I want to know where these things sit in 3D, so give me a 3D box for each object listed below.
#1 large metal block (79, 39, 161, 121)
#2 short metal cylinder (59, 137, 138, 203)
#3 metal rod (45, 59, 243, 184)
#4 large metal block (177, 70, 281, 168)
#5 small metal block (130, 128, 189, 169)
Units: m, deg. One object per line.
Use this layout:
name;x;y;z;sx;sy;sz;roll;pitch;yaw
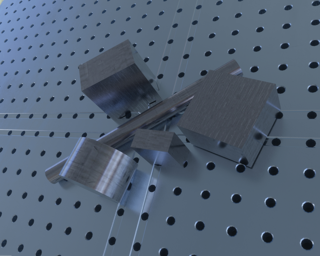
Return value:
large metal block;-0.056;-0.065;0.442;0.080;0.080;0.050;-25;53;12
short metal cylinder;-0.074;0.052;0.377;0.080;0.080;0.050;12;68;33
metal rod;-0.027;-0.005;0.423;0.301;0.025;0.025;-30;52;8
large metal block;0.080;-0.013;0.354;0.080;0.050;0.080;21;73;35
small metal block;0.001;0.025;0.375;0.050;0.050;0.025;5;65;30
